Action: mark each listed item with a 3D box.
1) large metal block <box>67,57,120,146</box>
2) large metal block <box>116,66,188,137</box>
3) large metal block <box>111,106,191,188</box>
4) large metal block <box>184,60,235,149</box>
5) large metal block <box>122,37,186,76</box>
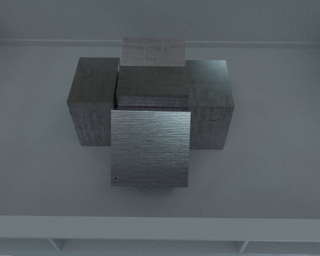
[{"bbox_3d":[-0.076,-0.033,0.395,0.050,0.080,0.080,1,50,0],"label":"large metal block"},{"bbox_3d":[-0.009,-0.031,0.394,0.080,0.080,0.050,1,50,0],"label":"large metal block"},{"bbox_3d":[-0.010,0.019,0.343,0.081,0.079,0.050,1,8,-1],"label":"large metal block"},{"bbox_3d":[0.057,-0.029,0.392,0.050,0.080,0.080,1,50,1],"label":"large metal block"},{"bbox_3d":[-0.007,-0.089,0.435,0.080,0.080,0.050,1,88,1],"label":"large metal block"}]
